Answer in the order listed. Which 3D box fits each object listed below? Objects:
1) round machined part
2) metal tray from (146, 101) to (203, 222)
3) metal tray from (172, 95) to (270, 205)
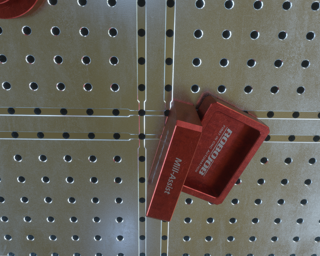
[{"bbox_3d":[-0.178,-0.171,0.339,0.099,0.042,0.097,0,110,-1],"label":"round machined part"},{"bbox_3d":[0.015,0.039,0.393,0.030,0.090,0.129,15,109,-6],"label":"metal tray"},{"bbox_3d":[0.073,0.033,0.416,0.090,0.030,0.129,24,107,-16],"label":"metal tray"}]
